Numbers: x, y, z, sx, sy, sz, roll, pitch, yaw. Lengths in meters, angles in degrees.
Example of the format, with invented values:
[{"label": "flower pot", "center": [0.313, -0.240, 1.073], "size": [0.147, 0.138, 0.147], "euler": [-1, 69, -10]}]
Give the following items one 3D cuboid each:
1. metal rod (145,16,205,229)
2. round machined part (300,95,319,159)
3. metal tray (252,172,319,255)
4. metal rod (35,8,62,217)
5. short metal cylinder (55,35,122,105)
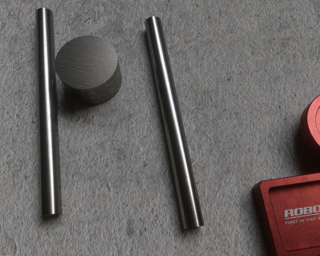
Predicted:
[{"label": "metal rod", "center": [0.015, -0.021, 0.415], "size": [0.025, 0.025, 0.299], "euler": [-9, 70, -3]}, {"label": "round machined part", "center": [0.229, 0.004, 0.398], "size": [0.099, 0.042, 0.098], "euler": [0, 67, 0]}, {"label": "metal tray", "center": [0.187, 0.101, 0.369], "size": [0.131, 0.030, 0.090], "euler": [-8, 70, -3]}, {"label": "metal rod", "center": [-0.152, -0.035, 0.419], "size": [0.025, 0.025, 0.299], "euler": [-8, 70, -3]}, {"label": "short metal cylinder", "center": [-0.095, -0.078, 0.423], "size": [0.081, 0.050, 0.080], "euler": [0, 70, 0]}]
